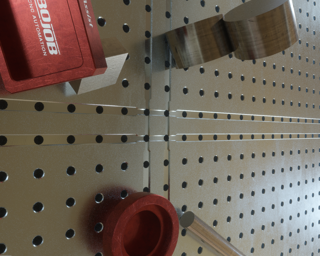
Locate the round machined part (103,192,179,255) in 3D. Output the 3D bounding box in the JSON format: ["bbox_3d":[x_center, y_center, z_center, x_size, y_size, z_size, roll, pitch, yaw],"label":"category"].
[{"bbox_3d":[-0.027,0.126,0.376,0.099,0.042,0.097,0,90,-40],"label":"round machined part"}]

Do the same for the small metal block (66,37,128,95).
[{"bbox_3d":[-0.068,-0.067,0.332,0.050,0.050,0.025,-24,70,-37],"label":"small metal block"}]

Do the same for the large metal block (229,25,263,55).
[{"bbox_3d":[0.133,-0.146,0.484,0.081,0.080,0.050,-13,98,-39],"label":"large metal block"}]

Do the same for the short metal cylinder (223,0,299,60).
[{"bbox_3d":[0.124,-0.126,0.383,0.080,0.080,0.050,-44,123,-31],"label":"short metal cylinder"}]

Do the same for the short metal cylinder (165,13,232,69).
[{"bbox_3d":[0.052,-0.116,0.417,0.081,0.080,0.050,-30,109,-36],"label":"short metal cylinder"}]

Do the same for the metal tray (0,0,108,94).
[{"bbox_3d":[-0.108,-0.103,0.276,0.030,0.090,0.129,-54,132,-74],"label":"metal tray"}]

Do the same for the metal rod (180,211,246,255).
[{"bbox_3d":[0.131,0.220,0.519,0.300,0.025,0.025,44,64,-31],"label":"metal rod"}]
